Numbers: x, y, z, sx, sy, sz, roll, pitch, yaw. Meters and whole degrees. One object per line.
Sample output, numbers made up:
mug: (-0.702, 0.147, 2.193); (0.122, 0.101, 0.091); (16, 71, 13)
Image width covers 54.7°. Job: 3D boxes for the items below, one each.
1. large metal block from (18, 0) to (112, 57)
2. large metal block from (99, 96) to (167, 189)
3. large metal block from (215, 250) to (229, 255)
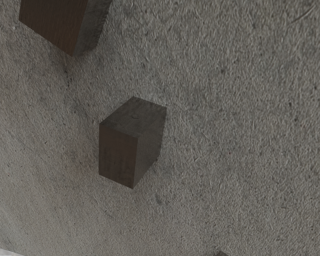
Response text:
large metal block: (-0.109, -0.144, 0.359); (0.080, 0.050, 0.079); (35, 129, 5)
large metal block: (-0.035, 0.017, 0.400); (0.050, 0.080, 0.079); (20, 126, 16)
large metal block: (0.106, 0.256, 0.493); (0.080, 0.050, 0.079); (32, 129, 7)
